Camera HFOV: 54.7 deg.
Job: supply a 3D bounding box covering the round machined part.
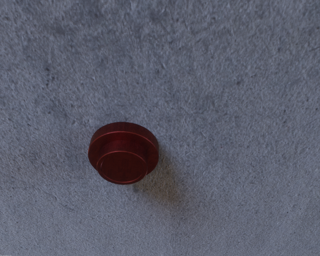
[{"bbox_3d":[-0.051,0.042,0.431,0.099,0.042,0.097,-1,130,0],"label":"round machined part"}]
